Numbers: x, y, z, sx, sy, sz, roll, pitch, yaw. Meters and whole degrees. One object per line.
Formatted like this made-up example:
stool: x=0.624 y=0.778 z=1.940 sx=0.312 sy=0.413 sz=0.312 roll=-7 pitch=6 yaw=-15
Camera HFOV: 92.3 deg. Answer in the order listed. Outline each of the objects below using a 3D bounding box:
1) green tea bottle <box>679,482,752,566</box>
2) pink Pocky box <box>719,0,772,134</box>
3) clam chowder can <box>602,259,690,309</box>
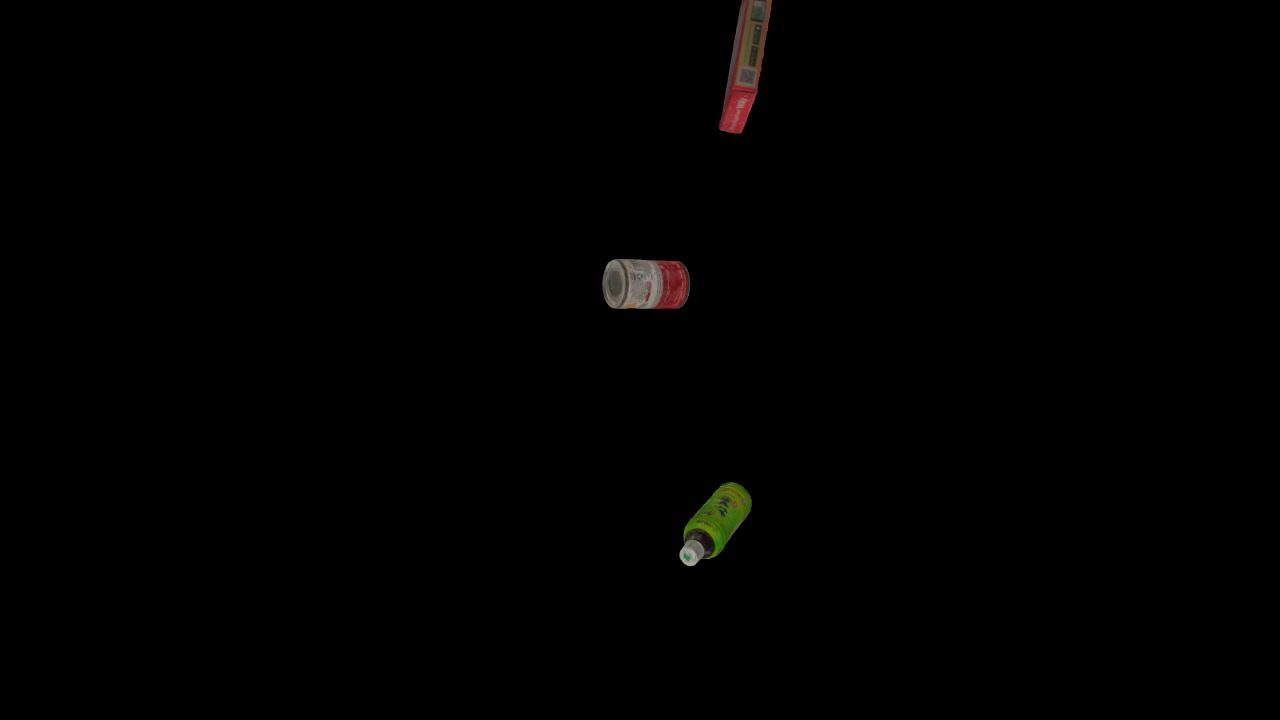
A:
green tea bottle: x=0.121 y=0.271 z=1.004 sx=0.073 sy=0.073 sz=0.212 roll=0 pitch=13 yaw=26
pink Pocky box: x=0.116 y=-0.336 z=0.665 sx=0.029 sy=0.155 sz=0.084 roll=11 pitch=-8 yaw=0
clam chowder can: x=0.008 y=-0.103 z=0.838 sx=0.102 sy=0.068 sz=0.068 roll=-4 pitch=2 yaw=-32
